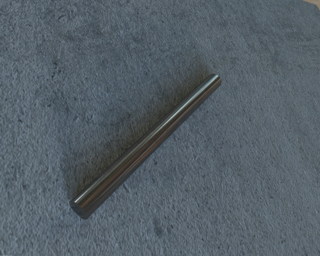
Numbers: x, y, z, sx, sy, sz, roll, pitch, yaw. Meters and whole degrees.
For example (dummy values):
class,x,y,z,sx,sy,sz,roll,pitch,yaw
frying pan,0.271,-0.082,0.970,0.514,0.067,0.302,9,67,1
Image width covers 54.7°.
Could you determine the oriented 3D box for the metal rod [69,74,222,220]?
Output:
class,x,y,z,sx,sy,sz,roll,pitch,yaw
metal rod,0.003,0.003,0.407,0.025,0.025,0.302,45,51,2
